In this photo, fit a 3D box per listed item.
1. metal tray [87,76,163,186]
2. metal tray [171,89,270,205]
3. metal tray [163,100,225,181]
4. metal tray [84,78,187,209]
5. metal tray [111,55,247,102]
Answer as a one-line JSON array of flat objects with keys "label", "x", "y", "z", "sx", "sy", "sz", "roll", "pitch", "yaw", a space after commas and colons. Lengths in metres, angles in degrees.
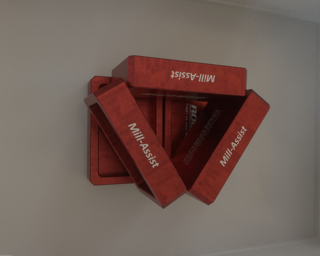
[{"label": "metal tray", "x": -0.044, "y": 0.003, "z": 0.391, "sx": 0.091, "sy": 0.030, "sz": 0.129, "roll": 0, "pitch": 89, "yaw": -20}, {"label": "metal tray", "x": 0.061, "y": 0.018, "z": 0.364, "sx": 0.030, "sy": 0.090, "sz": 0.130, "roll": 37, "pitch": 79, "yaw": -16}, {"label": "metal tray", "x": 0.043, "y": 0.005, "z": 0.422, "sx": 0.091, "sy": 0.030, "sz": 0.129, "roll": 1, "pitch": 89, "yaw": -20}, {"label": "metal tray", "x": -0.030, "y": 0.016, "z": 0.331, "sx": 0.030, "sy": 0.090, "sz": 0.130, "roll": -33, "pitch": 101, "yaw": -16}, {"label": "metal tray", "x": 0.018, "y": -0.051, "z": 0.348, "sx": 0.131, "sy": 0.090, "sz": 0.030, "roll": 2, "pitch": 90, "yaw": -20}]
